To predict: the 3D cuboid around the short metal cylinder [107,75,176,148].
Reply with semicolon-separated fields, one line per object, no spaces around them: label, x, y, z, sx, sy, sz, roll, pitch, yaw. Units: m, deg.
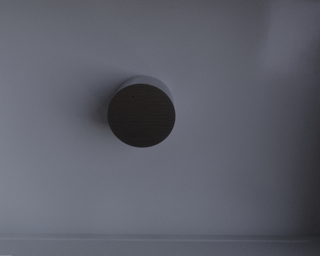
short metal cylinder;-0.022;-0.022;0.390;0.080;0.050;0.079;0;110;0
